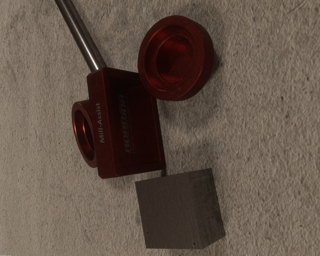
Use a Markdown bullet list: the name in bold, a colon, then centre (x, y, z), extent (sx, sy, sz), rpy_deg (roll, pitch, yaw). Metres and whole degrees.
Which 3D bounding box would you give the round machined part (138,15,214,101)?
- **round machined part**: centre (0.023, -0.081, 0.373), extent (0.098, 0.042, 0.097), rpy_deg (0, 90, 39)

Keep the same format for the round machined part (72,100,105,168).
- **round machined part**: centre (-0.091, 0.006, 0.451), extent (0.098, 0.042, 0.097), rpy_deg (33, 131, 49)

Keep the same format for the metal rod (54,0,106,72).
- **metal rod**: centre (-0.113, -0.122, 0.494), extent (0.025, 0.025, 0.299), rpy_deg (-44, 64, 31)

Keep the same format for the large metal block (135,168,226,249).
- **large metal block**: centre (0.022, 0.095, 0.369), extent (0.080, 0.050, 0.080), rpy_deg (-17, 79, 38)

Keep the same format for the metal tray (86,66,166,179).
- **metal tray**: centre (-0.041, -0.006, 0.394), extent (0.030, 0.091, 0.129), rpy_deg (-14, 81, 39)
